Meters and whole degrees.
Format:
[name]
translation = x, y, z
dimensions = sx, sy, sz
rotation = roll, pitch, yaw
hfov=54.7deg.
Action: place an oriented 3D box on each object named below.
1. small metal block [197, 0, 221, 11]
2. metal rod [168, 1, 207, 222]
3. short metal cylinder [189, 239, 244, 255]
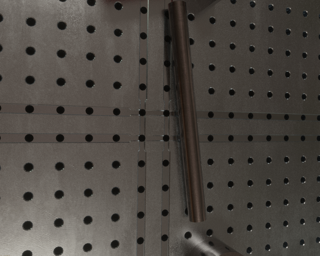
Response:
[small metal block]
translation = 0.069, -0.198, 0.426
dimensions = 0.025, 0.050, 0.050
rotation = -31, 101, -18
[metal rod]
translation = 0.038, -0.021, 0.427
dimensions = 0.025, 0.025, 0.298
rotation = -7, 92, -20
[short metal cylinder]
translation = 0.081, 0.203, 0.431
dimensions = 0.081, 0.050, 0.079
rotation = 0, 90, -21
